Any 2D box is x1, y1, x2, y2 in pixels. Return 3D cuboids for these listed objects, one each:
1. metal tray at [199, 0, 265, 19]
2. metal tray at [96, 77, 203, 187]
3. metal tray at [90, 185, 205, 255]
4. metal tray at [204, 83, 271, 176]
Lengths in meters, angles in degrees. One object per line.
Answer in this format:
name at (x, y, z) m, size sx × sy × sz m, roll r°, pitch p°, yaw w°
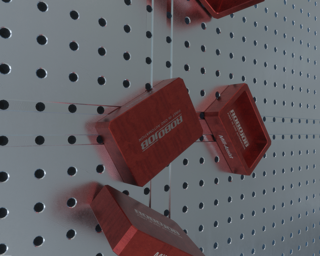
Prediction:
metal tray at (0.080, -0.218, 0.430) m, size 0.130 × 0.090 × 0.030 m, roll 36°, pitch 64°, yaw -34°
metal tray at (-0.007, 0.002, 0.399) m, size 0.131 × 0.030 × 0.090 m, roll -37°, pitch 113°, yaw -34°
metal tray at (-0.010, 0.122, 0.354) m, size 0.130 × 0.090 × 0.030 m, roll 38°, pitch 88°, yaw -33°
metal tray at (0.133, 0.003, 0.515) m, size 0.090 × 0.030 × 0.130 m, roll -45°, pitch 117°, yaw -30°
